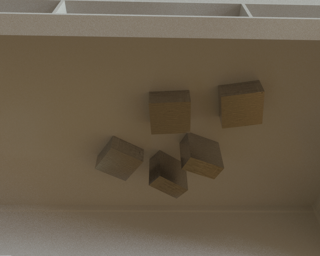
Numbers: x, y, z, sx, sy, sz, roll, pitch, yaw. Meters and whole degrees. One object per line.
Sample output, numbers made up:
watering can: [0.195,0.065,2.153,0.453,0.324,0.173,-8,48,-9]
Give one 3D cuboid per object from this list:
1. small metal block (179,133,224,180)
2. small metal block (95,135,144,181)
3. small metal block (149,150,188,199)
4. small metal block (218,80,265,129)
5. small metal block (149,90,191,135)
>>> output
small metal block: [0.056,0.037,0.426,0.050,0.050,0.025,19,127,-16]
small metal block: [-0.058,0.045,0.446,0.050,0.025,0.050,27,125,-21]
small metal block: [0.012,0.067,0.450,0.050,0.050,0.025,30,124,-24]
small metal block: [0.100,-0.029,0.386,0.050,0.025,0.050,-7,130,5]
small metal block: [0.013,-0.019,0.393,0.050,0.025,0.050,-2,130,1]
